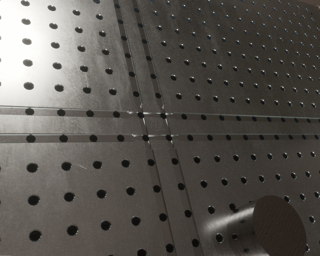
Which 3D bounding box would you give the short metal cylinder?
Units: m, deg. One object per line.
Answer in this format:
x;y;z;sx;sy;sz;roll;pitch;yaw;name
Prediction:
0.132;0.130;0.386;0.081;0.050;0.080;14;56;-21;short metal cylinder
